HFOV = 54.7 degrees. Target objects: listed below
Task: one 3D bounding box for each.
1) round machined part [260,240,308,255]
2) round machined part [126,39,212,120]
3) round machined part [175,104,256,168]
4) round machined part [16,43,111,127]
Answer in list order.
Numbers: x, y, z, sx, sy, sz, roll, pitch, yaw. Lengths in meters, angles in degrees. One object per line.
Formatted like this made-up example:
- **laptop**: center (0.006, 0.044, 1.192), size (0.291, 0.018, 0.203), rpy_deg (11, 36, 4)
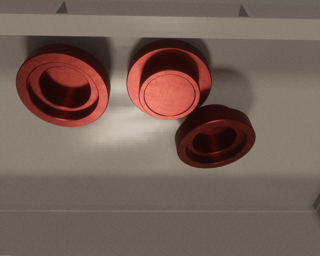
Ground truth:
- **round machined part**: center (0.249, 0.265, 0.631), size (0.099, 0.042, 0.097), rpy_deg (-1, 130, 0)
- **round machined part**: center (0.011, -0.048, 0.357), size (0.099, 0.042, 0.097), rpy_deg (0, 130, 0)
- **round machined part**: center (0.068, 0.007, 0.398), size (0.099, 0.042, 0.097), rpy_deg (-5, 139, -4)
- **round machined part**: center (-0.106, -0.051, 0.353), size (0.099, 0.042, 0.097), rpy_deg (-1, 130, 0)
